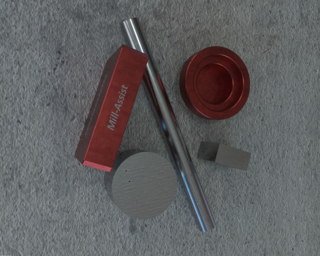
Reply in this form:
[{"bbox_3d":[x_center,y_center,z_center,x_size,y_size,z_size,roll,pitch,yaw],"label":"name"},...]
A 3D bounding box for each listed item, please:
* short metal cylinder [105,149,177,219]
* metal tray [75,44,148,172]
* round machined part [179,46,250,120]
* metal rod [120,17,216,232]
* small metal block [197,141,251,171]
[{"bbox_3d":[-0.025,0.068,0.388,0.081,0.050,0.079,0,90,-21],"label":"short metal cylinder"},{"bbox_3d":[-0.059,-0.021,0.355,0.030,0.090,0.129,20,83,-19],"label":"metal tray"},{"bbox_3d":[0.071,-0.060,0.429,0.099,0.042,0.097,0,90,-21],"label":"round machined part"},{"bbox_3d":[0.014,0.001,0.417,0.025,0.025,0.298,-24,98,-19],"label":"metal rod"},{"bbox_3d":[0.087,0.038,0.428,0.050,0.050,0.025,18,84,-20],"label":"small metal block"}]
